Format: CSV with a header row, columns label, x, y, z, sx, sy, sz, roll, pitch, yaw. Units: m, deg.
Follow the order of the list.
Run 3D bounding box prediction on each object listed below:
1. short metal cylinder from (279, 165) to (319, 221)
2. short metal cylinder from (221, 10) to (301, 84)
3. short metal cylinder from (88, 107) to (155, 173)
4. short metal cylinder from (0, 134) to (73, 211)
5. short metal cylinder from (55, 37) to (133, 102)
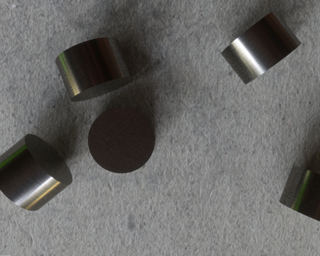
label,x,y,z,sx,sy,sz,roll,pitch,yaw
short metal cylinder,0.198,0.085,0.385,0.080,0.080,0.050,21,90,-1
short metal cylinder,0.124,-0.099,0.384,0.080,0.080,0.050,-38,90,0
short metal cylinder,-0.046,0.015,0.397,0.081,0.050,0.079,0,90,-1
short metal cylinder,-0.155,0.054,0.381,0.050,0.080,0.080,-39,91,0
short metal cylinder,-0.080,-0.070,0.381,0.080,0.080,0.050,-22,90,0
